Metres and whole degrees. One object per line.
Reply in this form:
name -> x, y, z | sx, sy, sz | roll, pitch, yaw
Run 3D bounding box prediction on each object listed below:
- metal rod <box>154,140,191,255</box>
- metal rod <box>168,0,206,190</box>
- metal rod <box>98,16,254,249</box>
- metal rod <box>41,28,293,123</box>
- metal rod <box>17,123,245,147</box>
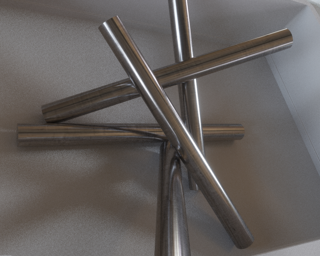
metal rod -> 0.009, 0.073, 0.256 | 0.025, 0.025, 0.300 | 31, 16, -8
metal rod -> 0.033, -0.073, 0.393 | 0.025, 0.025, 0.298 | -5, 88, -31
metal rod -> 0.025, 0.015, 0.350 | 0.025, 0.025, 0.299 | -41, 104, -39
metal rod -> 0.014, -0.062, 0.364 | 0.302, 0.025, 0.025 | -19, 70, -6
metal rod -> -0.015, 0.007, 0.393 | 0.303, 0.025, 0.025 | 0, 62, -28
